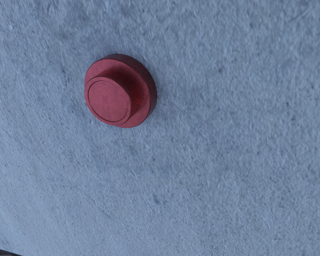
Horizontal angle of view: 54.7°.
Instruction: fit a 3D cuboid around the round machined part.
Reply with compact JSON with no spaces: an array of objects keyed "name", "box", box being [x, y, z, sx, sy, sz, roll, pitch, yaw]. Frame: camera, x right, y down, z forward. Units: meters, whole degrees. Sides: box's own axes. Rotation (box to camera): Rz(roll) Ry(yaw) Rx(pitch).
[{"name":"round machined part","box":[-0.057,-0.042,0.398,0.098,0.042,0.097,13,124,20]}]
